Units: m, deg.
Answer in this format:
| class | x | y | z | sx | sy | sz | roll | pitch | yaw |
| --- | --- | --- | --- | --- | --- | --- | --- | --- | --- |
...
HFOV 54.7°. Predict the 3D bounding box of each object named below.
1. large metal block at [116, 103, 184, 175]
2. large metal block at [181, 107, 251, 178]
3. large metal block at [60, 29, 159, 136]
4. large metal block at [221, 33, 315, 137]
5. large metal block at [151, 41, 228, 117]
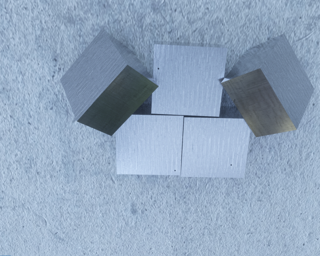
| class | x | y | z | sx | sy | sz | roll | pitch | yaw |
| --- | --- | --- | --- | --- | --- | --- | --- | --- | --- |
| large metal block | -0.014 | 0.013 | 0.402 | 0.081 | 0.050 | 0.079 | 1 | 110 | -1 |
| large metal block | 0.068 | 0.017 | 0.403 | 0.081 | 0.050 | 0.079 | 1 | 110 | -1 |
| large metal block | -0.061 | -0.052 | 0.354 | 0.080 | 0.080 | 0.050 | -45 | 139 | 14 |
| large metal block | 0.128 | -0.048 | 0.359 | 0.050 | 0.080 | 0.080 | -17 | 116 | 49 |
| large metal block | 0.032 | -0.061 | 0.376 | 0.081 | 0.050 | 0.079 | 3 | 110 | -2 |
